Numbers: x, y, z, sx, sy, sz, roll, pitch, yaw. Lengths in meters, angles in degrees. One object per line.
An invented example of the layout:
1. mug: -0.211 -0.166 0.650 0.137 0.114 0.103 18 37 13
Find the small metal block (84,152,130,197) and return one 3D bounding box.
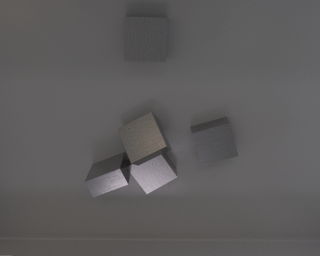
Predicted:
1. small metal block: -0.069 0.062 0.420 0.050 0.050 0.025 -21 109 8

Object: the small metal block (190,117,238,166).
1. small metal block: 0.073 0.018 0.418 0.050 0.025 0.050 -16 110 6

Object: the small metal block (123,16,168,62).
1. small metal block: -0.017 -0.107 0.372 0.050 0.025 0.050 1 110 -1

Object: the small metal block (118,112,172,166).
1. small metal block: -0.020 0.015 0.403 0.050 0.025 0.050 -27 71 9

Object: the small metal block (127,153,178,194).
1. small metal block: -0.011 0.056 0.432 0.050 0.025 0.050 -31 108 10
